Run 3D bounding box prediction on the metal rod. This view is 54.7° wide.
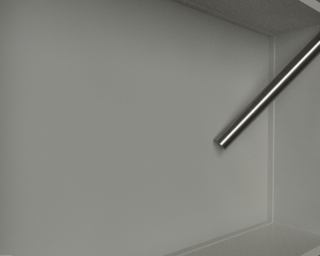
[{"bbox_3d":[0.201,-0.080,0.498,0.300,0.025,0.025,-45,121,-2],"label":"metal rod"}]
